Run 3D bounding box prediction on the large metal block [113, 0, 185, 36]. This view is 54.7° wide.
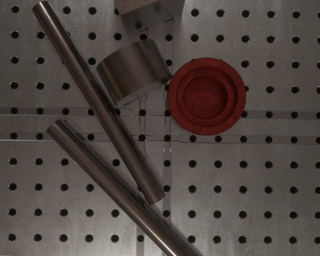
[{"bbox_3d":[-0.016,-0.164,0.386,0.080,0.080,0.050,-22,90,0],"label":"large metal block"}]

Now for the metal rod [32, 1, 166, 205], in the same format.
[{"bbox_3d":[-0.081,-0.032,0.412,0.025,0.025,0.299,-31,90,0],"label":"metal rod"}]

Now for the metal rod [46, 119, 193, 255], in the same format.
[{"bbox_3d":[-0.037,0.105,0.412,0.025,0.025,0.300,-44,91,0],"label":"metal rod"}]

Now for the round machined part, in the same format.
[{"bbox_3d":[0.058,-0.039,0.406,0.099,0.042,0.097,0,90,-1],"label":"round machined part"}]

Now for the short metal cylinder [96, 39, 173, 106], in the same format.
[{"bbox_3d":[-0.031,-0.068,0.385,0.080,0.080,0.050,-27,90,0],"label":"short metal cylinder"}]
